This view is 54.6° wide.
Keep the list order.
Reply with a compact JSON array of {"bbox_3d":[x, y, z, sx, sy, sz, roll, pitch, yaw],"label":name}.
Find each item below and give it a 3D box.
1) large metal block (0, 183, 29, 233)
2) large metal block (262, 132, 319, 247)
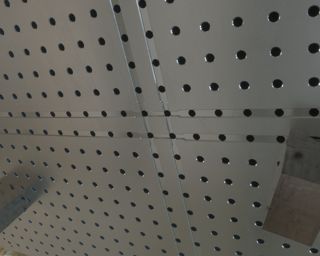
[{"bbox_3d":[-0.349,0.169,0.666,0.080,0.080,0.050,11,123,22],"label":"large metal block"},{"bbox_3d":[0.151,0.063,0.335,0.050,0.080,0.079,16,125,19],"label":"large metal block"}]
